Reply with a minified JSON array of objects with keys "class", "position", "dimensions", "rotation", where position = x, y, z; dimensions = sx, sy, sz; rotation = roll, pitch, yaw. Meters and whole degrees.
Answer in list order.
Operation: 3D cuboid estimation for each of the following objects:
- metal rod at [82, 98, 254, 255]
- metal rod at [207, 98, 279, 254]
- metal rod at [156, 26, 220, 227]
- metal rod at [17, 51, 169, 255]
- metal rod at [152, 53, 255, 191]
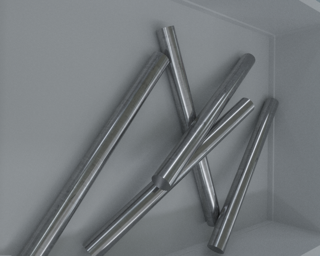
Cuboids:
[{"class":"metal rod","position":[0.027,0.052,0.406],"dimensions":[0.301,0.025,0.025],"rotation":[-40,115,-25]},{"class":"metal rod","position":[0.145,0.061,0.511],"dimensions":[0.025,0.025,0.301],"rotation":[51,54,-28]},{"class":"metal rod","position":[0.046,0.006,0.447],"dimensions":[0.025,0.025,0.298],"rotation":[-26,107,-37]},{"class":"metal rod","position":[-0.068,0.028,0.350],"dimensions":[0.025,0.025,0.300],"rotation":[45,63,-31]},{"class":"metal rod","position":[0.077,-0.028,0.446],"dimensions":[0.301,0.025,0.025],"rotation":[-50,120,-38]}]
